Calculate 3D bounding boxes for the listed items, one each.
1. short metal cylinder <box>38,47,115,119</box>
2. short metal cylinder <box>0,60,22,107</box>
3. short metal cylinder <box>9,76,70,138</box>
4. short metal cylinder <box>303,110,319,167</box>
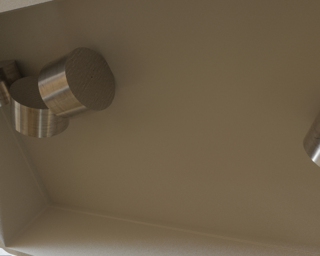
[{"bbox_3d":[-0.103,-0.055,0.392,0.050,0.080,0.080,-14,111,33],"label":"short metal cylinder"},{"bbox_3d":[-0.247,-0.065,0.460,0.080,0.080,0.050,1,119,27],"label":"short metal cylinder"},{"bbox_3d":[-0.169,-0.031,0.440,0.080,0.080,0.050,27,128,11],"label":"short metal cylinder"},{"bbox_3d":[0.182,0.008,0.282,0.080,0.080,0.050,22,127,14],"label":"short metal cylinder"}]
